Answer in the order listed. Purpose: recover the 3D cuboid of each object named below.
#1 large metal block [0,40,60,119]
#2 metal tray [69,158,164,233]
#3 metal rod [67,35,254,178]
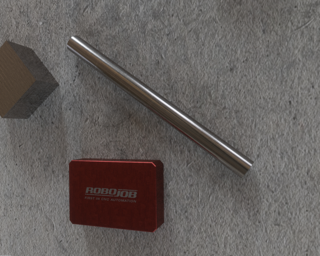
[{"bbox_3d":[-0.216,-0.070,0.470,0.080,0.050,0.080,-43,77,15],"label":"large metal block"},{"bbox_3d":[-0.061,0.089,0.427,0.130,0.030,0.089,-1,90,19],"label":"metal tray"},{"bbox_3d":[-0.010,-0.037,0.411,0.300,0.025,0.025,37,102,15],"label":"metal rod"}]
